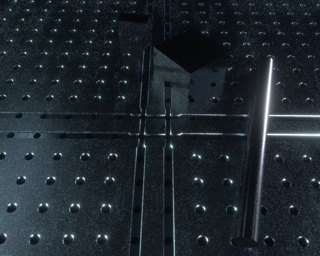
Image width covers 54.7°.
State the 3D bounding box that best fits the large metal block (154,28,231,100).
[{"bbox_3d":[0.047,-0.101,0.477,0.081,0.050,0.080,-32,57,-24],"label":"large metal block"}]

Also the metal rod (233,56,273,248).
[{"bbox_3d":[0.127,0.005,0.405,0.025,0.025,0.300,13,51,10],"label":"metal rod"}]

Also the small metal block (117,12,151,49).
[{"bbox_3d":[-0.043,-0.166,0.530,0.050,0.050,0.025,9,51,7],"label":"small metal block"}]
